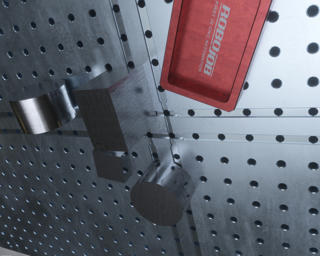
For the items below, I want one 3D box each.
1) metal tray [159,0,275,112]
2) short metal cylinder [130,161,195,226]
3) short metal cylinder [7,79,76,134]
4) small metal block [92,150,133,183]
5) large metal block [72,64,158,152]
[{"bbox_3d":[0.055,-0.090,0.323,0.090,0.030,0.129,21,127,15],"label":"metal tray"},{"bbox_3d":[0.004,0.095,0.452,0.080,0.050,0.079,13,124,21],"label":"short metal cylinder"},{"bbox_3d":[-0.168,-0.032,0.444,0.080,0.080,0.050,2,119,27],"label":"short metal cylinder"},{"bbox_3d":[-0.074,0.054,0.484,0.050,0.025,0.050,9,122,23],"label":"small metal block"},{"bbox_3d":[-0.051,-0.026,0.386,0.050,0.080,0.080,0,118,28],"label":"large metal block"}]
